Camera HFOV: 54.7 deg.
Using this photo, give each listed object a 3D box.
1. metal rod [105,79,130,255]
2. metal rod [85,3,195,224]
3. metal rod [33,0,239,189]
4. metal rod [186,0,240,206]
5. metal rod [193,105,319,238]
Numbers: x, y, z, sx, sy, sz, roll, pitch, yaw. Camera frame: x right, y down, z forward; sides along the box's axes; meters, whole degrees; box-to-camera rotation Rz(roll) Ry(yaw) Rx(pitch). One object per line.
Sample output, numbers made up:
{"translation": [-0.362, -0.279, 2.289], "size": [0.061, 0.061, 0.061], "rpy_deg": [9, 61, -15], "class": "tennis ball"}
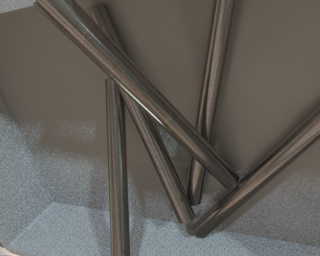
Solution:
{"translation": [-0.055, 0.086, 0.410], "size": [0.025, 0.025, 0.298], "rpy_deg": [0, 93, 28], "class": "metal rod"}
{"translation": [-0.020, -0.008, 0.397], "size": [0.025, 0.025, 0.299], "rpy_deg": [-14, 106, 34], "class": "metal rod"}
{"translation": [0.003, -0.017, 0.318], "size": [0.025, 0.025, 0.300], "rpy_deg": [-17, 134, 35], "class": "metal rod"}
{"translation": [0.057, -0.021, 0.365], "size": [0.025, 0.025, 0.298], "rpy_deg": [17, 125, 18], "class": "metal rod"}
{"translation": [0.124, 0.057, 0.378], "size": [0.025, 0.025, 0.298], "rpy_deg": [36, 129, 4], "class": "metal rod"}
